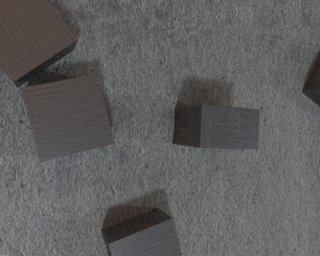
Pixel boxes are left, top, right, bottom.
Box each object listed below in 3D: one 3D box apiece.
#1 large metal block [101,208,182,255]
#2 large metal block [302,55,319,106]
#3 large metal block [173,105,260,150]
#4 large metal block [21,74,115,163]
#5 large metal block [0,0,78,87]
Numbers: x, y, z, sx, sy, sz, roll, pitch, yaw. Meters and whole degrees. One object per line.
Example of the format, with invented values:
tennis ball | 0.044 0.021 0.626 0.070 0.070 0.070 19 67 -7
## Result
large metal block | -0.020 0.158 0.389 0.081 0.050 0.080 -16 96 -19
large metal block | 0.293 -0.073 0.504 0.080 0.050 0.080 32 80 -17
large metal block | 0.071 0.000 0.406 0.081 0.080 0.050 3 89 -20
large metal block | -0.106 -0.012 0.357 0.081 0.050 0.080 -14 95 -20
large metal block | -0.151 -0.102 0.340 0.080 0.050 0.080 -40 103 -16
